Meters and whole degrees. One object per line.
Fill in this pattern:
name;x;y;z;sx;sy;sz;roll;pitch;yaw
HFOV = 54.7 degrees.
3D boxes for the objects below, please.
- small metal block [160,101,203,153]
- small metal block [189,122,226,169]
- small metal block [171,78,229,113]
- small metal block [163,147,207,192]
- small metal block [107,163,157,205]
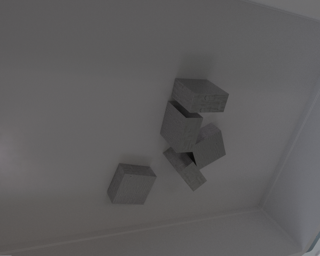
small metal block;0.027;-0.002;0.405;0.025;0.050;0.050;-1;119;-28
small metal block;0.067;0.028;0.462;0.050;0.025;0.050;-28;128;-11
small metal block;0.050;-0.042;0.394;0.050;0.050;0.025;-2;120;-27
small metal block;0.036;0.056;0.446;0.025;0.050;0.050;-39;129;-2
small metal block;-0.040;0.080;0.436;0.050;0.025;0.050;12;113;-33
